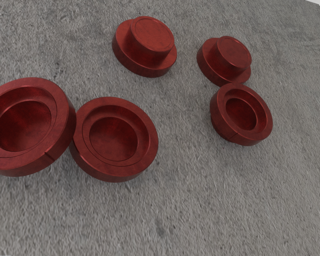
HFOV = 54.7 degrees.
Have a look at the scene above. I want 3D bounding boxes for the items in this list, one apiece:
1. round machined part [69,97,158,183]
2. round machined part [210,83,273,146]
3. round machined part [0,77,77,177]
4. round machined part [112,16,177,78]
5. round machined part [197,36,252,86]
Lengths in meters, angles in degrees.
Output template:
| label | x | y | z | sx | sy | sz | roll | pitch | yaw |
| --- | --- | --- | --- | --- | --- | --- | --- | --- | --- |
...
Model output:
| label | x | y | z | sx | sy | sz | roll | pitch | yaw |
| --- | --- | --- | --- | --- | --- | --- | --- | --- | --- |
| round machined part | -0.055 | 0.016 | 0.353 | 0.099 | 0.042 | 0.098 | 14 | 56 | -21 |
| round machined part | 0.116 | -0.016 | 0.465 | 0.099 | 0.042 | 0.098 | 14 | 56 | -21 |
| round machined part | -0.129 | 0.002 | 0.304 | 0.098 | 0.042 | 0.098 | -3 | 62 | 7 |
| round machined part | -0.018 | -0.127 | 0.460 | 0.099 | 0.042 | 0.098 | 14 | 56 | -21 |
| round machined part | 0.115 | -0.117 | 0.526 | 0.099 | 0.042 | 0.098 | 14 | 56 | -21 |
